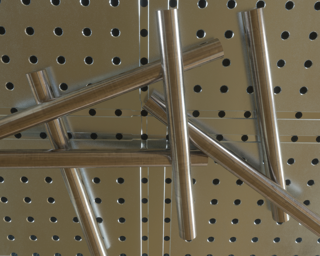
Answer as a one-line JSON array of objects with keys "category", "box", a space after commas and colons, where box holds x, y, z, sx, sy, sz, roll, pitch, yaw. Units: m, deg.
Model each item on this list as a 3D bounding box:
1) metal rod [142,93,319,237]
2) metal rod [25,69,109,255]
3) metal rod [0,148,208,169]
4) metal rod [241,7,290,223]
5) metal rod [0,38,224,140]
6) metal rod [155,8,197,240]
[{"category": "metal rod", "box": [0.105, 0.052, 0.414, 0.301, 0.025, 0.025, 36, 106, -5]}, {"category": "metal rod", "box": [-0.124, 0.066, 0.436, 0.025, 0.025, 0.298, -11, 110, 4]}, {"category": "metal rod", "box": [-0.086, 0.040, 0.406, 0.302, 0.025, 0.025, 0, 110, -9]}, {"category": "metal rod", "box": [0.144, -0.003, 0.413, 0.025, 0.025, 0.298, -13, 110, 5]}, {"category": "metal rod", "box": [-0.068, -0.045, 0.378, 0.301, 0.025, 0.025, -20, 109, 0]}, {"category": "metal rod", "box": [0.024, 0.012, 0.384, 0.025, 0.025, 0.298, -6, 111, 2]}]
